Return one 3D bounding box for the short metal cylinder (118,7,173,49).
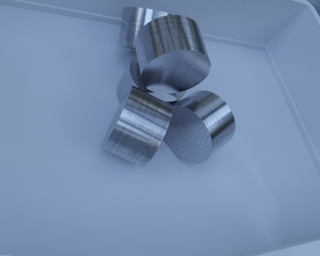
[{"bbox_3d":[-0.015,-0.133,0.433,0.081,0.080,0.050,4,103,-26],"label":"short metal cylinder"}]

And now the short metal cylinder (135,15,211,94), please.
[{"bbox_3d":[0.014,-0.083,0.362,0.081,0.080,0.050,3,61,-27],"label":"short metal cylinder"}]

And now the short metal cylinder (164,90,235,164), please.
[{"bbox_3d":[0.047,-0.002,0.395,0.050,0.080,0.080,-33,80,-37],"label":"short metal cylinder"}]

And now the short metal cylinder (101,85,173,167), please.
[{"bbox_3d":[-0.027,-0.002,0.355,0.050,0.080,0.080,26,53,-12],"label":"short metal cylinder"}]

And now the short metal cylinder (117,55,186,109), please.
[{"bbox_3d":[-0.011,-0.056,0.414,0.081,0.050,0.080,14,56,-21],"label":"short metal cylinder"}]
